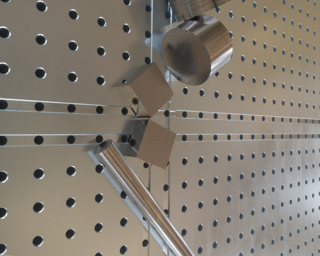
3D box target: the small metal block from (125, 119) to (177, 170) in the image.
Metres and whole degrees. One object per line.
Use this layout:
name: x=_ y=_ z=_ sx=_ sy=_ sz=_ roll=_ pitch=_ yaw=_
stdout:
small metal block: x=-0.011 y=0.021 z=0.400 sx=0.050 sy=0.025 sz=0.050 roll=28 pitch=73 yaw=-37

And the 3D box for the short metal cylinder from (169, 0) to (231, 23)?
short metal cylinder: x=0.051 y=-0.182 z=0.415 sx=0.080 sy=0.080 sz=0.050 roll=-37 pitch=113 yaw=-34

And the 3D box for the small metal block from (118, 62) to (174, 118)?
small metal block: x=-0.016 y=-0.048 z=0.395 sx=0.050 sy=0.025 sz=0.050 roll=-48 pitch=118 yaw=-29

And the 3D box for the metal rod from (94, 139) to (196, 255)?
metal rod: x=0.008 y=0.136 z=0.415 sx=0.025 sy=0.025 sz=0.299 roll=-47 pitch=118 yaw=-30

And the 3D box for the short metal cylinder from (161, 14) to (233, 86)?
short metal cylinder: x=0.048 y=-0.103 z=0.413 sx=0.050 sy=0.080 sz=0.080 roll=-41 pitch=115 yaw=-33
